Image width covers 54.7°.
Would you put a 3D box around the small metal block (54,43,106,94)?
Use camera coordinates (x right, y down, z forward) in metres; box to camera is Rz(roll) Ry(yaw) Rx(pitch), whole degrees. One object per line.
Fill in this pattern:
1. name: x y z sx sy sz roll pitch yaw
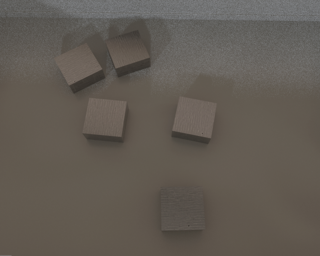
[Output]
1. small metal block: -0.113 -0.085 0.440 0.050 0.025 0.050 -29 73 -10

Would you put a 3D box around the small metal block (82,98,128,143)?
1. small metal block: -0.071 -0.010 0.413 0.050 0.025 0.050 6 70 2

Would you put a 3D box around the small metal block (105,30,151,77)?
1. small metal block: -0.046 -0.108 0.449 0.050 0.025 0.050 -20 71 -7

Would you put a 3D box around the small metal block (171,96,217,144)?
1. small metal block: 0.045 -0.010 0.414 0.050 0.025 0.050 11 70 4

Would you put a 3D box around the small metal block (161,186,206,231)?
1. small metal block: 0.026 0.098 0.374 0.050 0.025 0.050 -1 70 -1
